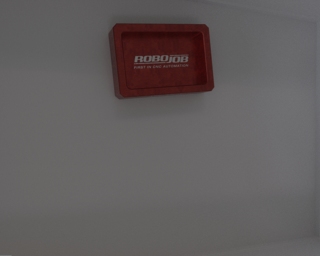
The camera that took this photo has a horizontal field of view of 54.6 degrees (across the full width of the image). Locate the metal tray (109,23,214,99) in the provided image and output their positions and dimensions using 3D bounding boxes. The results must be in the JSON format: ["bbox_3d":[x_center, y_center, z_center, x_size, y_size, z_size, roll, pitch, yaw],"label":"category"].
[{"bbox_3d":[0.004,-0.088,0.408,0.131,0.030,0.090,-7,92,-20],"label":"metal tray"}]
